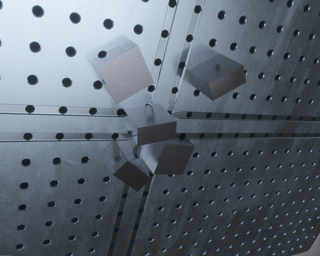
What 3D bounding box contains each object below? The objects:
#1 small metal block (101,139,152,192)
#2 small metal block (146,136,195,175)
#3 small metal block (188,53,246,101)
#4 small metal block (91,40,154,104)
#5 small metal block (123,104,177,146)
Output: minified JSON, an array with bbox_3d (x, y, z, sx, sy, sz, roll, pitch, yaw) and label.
[{"bbox_3d":[-0.044,0.049,0.402,0.025,0.050,0.050,-43,130,1],"label":"small metal block"},{"bbox_3d":[0.015,0.039,0.446,0.050,0.025,0.050,7,115,-32],"label":"small metal block"},{"bbox_3d":[0.072,-0.066,0.396,0.050,0.050,0.025,-29,129,-10],"label":"small metal block"},{"bbox_3d":[-0.041,-0.063,0.351,0.050,0.025,0.050,-31,129,-8],"label":"small metal block"},{"bbox_3d":[-0.014,-0.005,0.386,0.050,0.050,0.025,-10,123,-23],"label":"small metal block"}]
